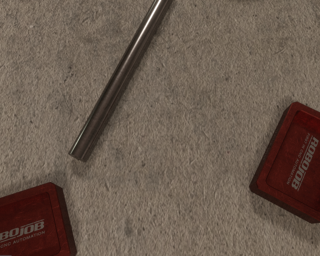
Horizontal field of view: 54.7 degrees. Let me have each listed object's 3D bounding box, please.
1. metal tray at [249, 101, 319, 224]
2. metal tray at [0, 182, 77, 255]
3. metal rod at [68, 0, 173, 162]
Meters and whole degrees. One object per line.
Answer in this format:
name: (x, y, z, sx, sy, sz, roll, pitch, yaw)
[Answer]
metal tray: (0.183, 0.041, 0.392, 0.090, 0.030, 0.130, 28, 72, 9)
metal tray: (-0.172, 0.126, 0.357, 0.131, 0.030, 0.090, -17, 71, -7)
metal rod: (-0.045, -0.091, 0.440, 0.025, 0.025, 0.300, 23, 71, 7)
